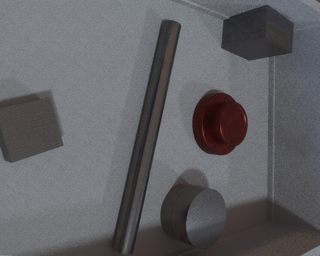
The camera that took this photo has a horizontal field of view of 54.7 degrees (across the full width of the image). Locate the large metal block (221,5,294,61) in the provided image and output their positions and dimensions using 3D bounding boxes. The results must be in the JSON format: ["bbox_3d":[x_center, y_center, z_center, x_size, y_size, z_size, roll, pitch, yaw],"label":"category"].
[{"bbox_3d":[0.160,-0.151,0.507,0.081,0.080,0.050,9,85,-40],"label":"large metal block"}]

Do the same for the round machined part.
[{"bbox_3d":[0.100,-0.006,0.482,0.099,0.042,0.097,0,90,-40],"label":"round machined part"}]

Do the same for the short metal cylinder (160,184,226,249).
[{"bbox_3d":[0.047,0.121,0.433,0.081,0.050,0.079,0,90,-40],"label":"short metal cylinder"}]

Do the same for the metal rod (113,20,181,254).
[{"bbox_3d":[-0.014,0.004,0.396,0.025,0.025,0.299,20,77,-39],"label":"metal rod"}]

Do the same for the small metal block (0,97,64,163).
[{"bbox_3d":[-0.128,0.001,0.300,0.050,0.025,0.050,-21,103,-38],"label":"small metal block"}]
